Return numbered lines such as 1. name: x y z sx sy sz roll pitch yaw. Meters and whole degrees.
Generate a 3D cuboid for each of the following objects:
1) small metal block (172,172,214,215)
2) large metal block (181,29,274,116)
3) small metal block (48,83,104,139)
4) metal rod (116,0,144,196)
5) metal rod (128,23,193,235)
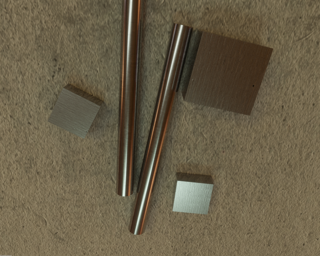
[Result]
1. small metal block: 0.046 0.094 0.445 0.050 0.025 0.050 6 110 -3
2. large metal block: 0.076 -0.068 0.373 0.081 0.050 0.079 12 110 -5
3. small metal block: -0.108 -0.022 0.400 0.050 0.025 0.050 27 108 -10
4. metal rod: -0.039 -0.048 0.391 0.025 0.025 0.298 4 110 -2
5. metal rod: -0.004 0.015 0.415 0.025 0.025 0.298 11 110 -5
